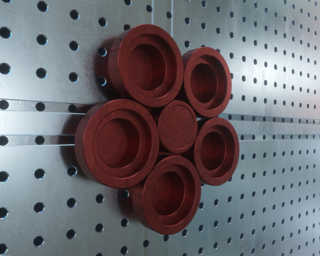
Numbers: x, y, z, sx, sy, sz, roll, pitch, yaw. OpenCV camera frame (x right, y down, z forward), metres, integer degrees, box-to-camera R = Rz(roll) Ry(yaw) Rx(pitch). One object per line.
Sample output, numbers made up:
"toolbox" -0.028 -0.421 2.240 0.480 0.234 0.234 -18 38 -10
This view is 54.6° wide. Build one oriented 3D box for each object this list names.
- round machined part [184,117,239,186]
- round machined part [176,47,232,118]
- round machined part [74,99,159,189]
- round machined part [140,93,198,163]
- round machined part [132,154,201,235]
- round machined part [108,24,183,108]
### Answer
"round machined part" 0.070 0.033 0.455 0.099 0.042 0.097 0 90 -40
"round machined part" 0.055 -0.063 0.442 0.099 0.042 0.097 0 90 -40
"round machined part" -0.052 0.017 0.353 0.099 0.042 0.097 0 90 -40
"round machined part" 0.011 -0.001 0.406 0.099 0.042 0.097 0 90 -40
"round machined part" 0.004 0.083 0.400 0.099 0.042 0.097 0 90 -40
"round machined part" -0.021 -0.073 0.379 0.099 0.042 0.097 0 90 -40
